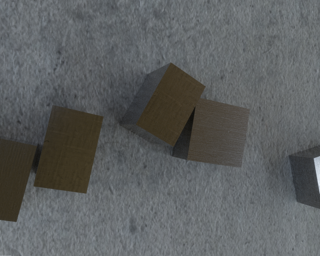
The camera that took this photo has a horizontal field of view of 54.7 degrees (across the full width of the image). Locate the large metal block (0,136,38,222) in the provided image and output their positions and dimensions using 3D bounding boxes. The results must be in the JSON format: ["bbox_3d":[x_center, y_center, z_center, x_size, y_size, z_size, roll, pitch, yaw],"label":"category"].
[{"bbox_3d":[-0.182,0.048,0.329,0.081,0.050,0.080,15,85,-20],"label":"large metal block"}]

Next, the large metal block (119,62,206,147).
[{"bbox_3d":[0.000,-0.026,0.381,0.050,0.080,0.080,32,80,-18],"label":"large metal block"}]

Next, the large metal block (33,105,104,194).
[{"bbox_3d":[-0.103,0.022,0.342,0.050,0.080,0.080,13,86,-20],"label":"large metal block"}]

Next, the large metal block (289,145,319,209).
[{"bbox_3d":[0.262,0.074,0.495,0.081,0.050,0.080,-14,95,-20],"label":"large metal block"}]

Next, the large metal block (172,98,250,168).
[{"bbox_3d":[0.069,0.007,0.422,0.081,0.050,0.080,10,87,-20],"label":"large metal block"}]
